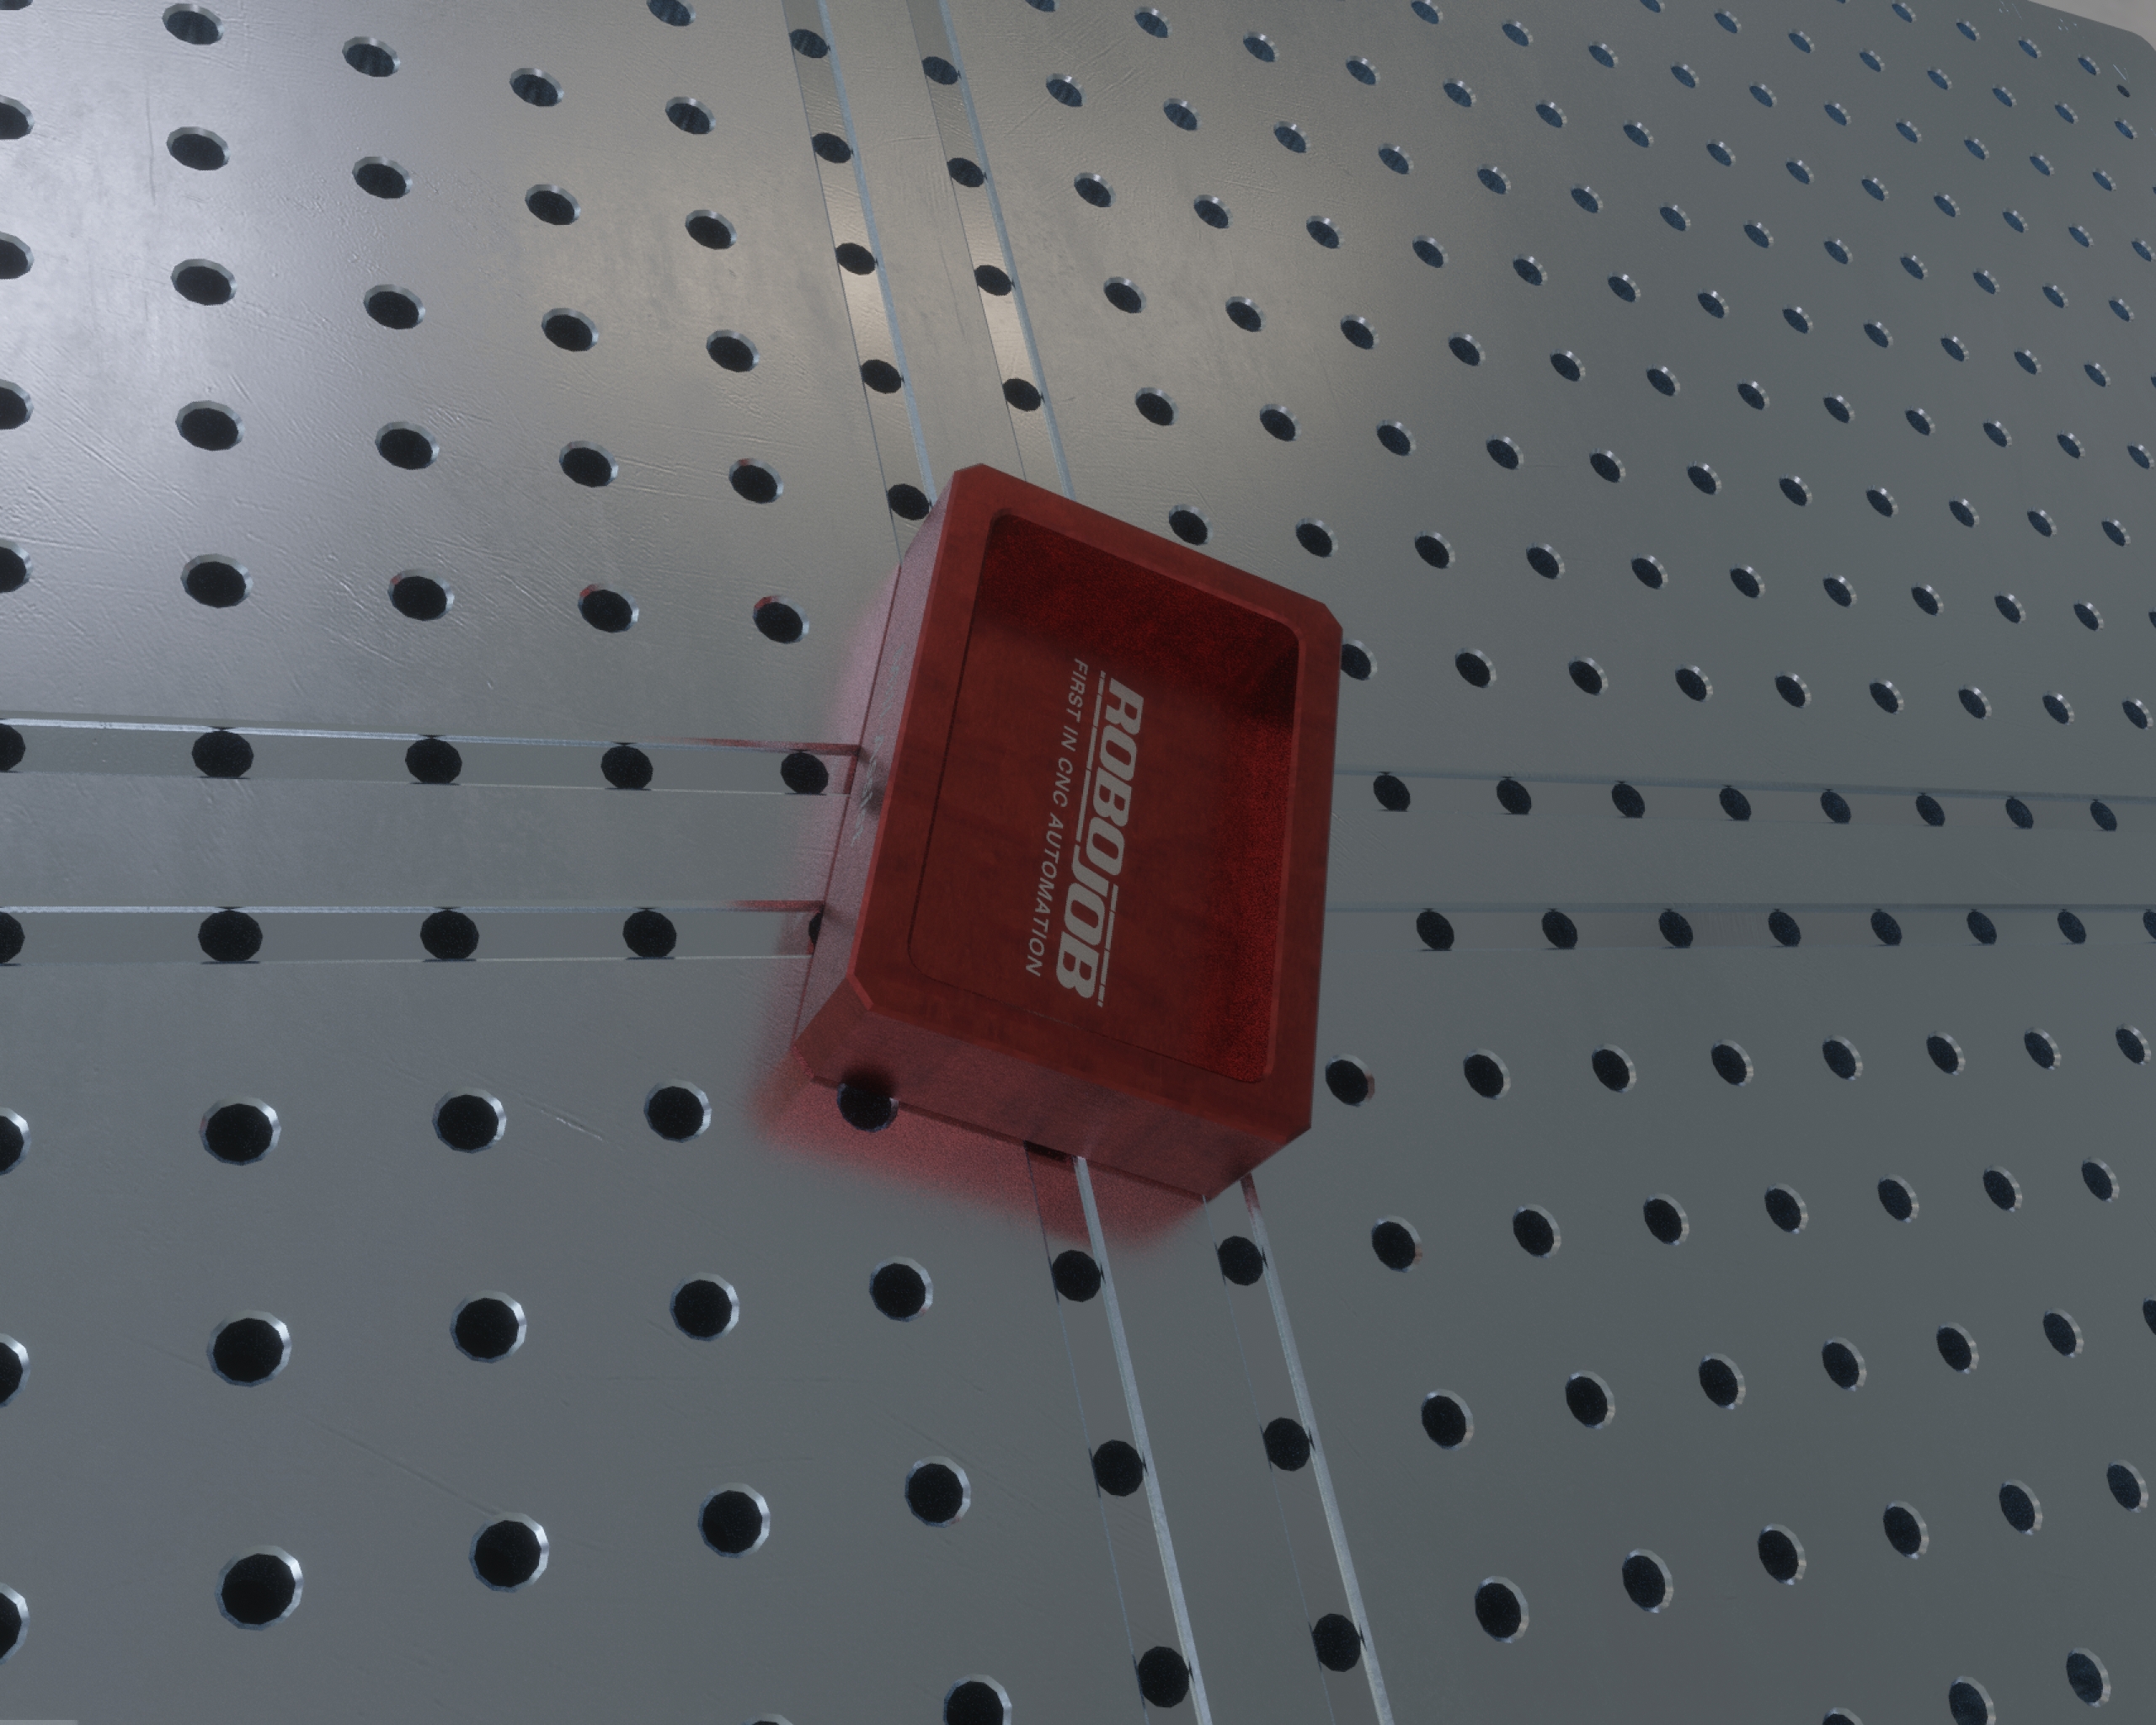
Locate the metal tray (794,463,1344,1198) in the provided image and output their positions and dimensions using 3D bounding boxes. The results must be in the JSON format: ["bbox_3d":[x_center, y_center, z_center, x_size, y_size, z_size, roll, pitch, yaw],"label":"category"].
[{"bbox_3d":[0.003,-0.009,0.411,0.090,0.030,0.130,20,54,-17],"label":"metal tray"}]
